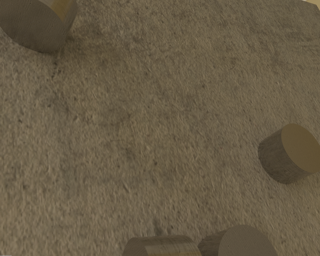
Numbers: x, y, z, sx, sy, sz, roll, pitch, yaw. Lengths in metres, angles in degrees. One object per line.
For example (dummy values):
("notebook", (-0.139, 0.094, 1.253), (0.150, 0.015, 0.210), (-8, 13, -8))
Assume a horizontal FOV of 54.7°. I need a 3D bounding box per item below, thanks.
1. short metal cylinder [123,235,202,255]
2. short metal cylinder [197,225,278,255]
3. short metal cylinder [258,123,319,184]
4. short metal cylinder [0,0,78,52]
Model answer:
("short metal cylinder", (0.001, 0.141, 0.284), (0.050, 0.080, 0.080), (7, 59, -25))
("short metal cylinder", (0.084, 0.153, 0.342), (0.081, 0.050, 0.080), (14, 56, -21))
("short metal cylinder", (0.199, 0.040, 0.474), (0.081, 0.050, 0.080), (14, 56, -21))
("short metal cylinder", (-0.147, -0.140, 0.375), (0.080, 0.080, 0.050), (20, 54, -17))
